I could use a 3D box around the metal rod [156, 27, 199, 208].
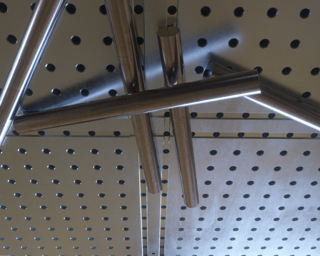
[{"bbox_3d":[0.031,0.011,0.421,0.025,0.025,0.298,-7,130,5],"label":"metal rod"}]

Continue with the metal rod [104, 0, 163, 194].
[{"bbox_3d":[-0.025,-0.018,0.396,0.025,0.025,0.298,-5,130,4],"label":"metal rod"}]

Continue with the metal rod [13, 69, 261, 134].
[{"bbox_3d":[-0.042,-0.026,0.357,0.301,0.025,0.025,-9,131,19],"label":"metal rod"}]

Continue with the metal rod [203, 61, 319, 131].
[{"bbox_3d":[0.192,-0.016,0.400,0.302,0.025,0.025,20,127,-17],"label":"metal rod"}]

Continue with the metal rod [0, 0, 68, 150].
[{"bbox_3d":[-0.159,-0.063,0.355,0.025,0.025,0.298,26,125,-21],"label":"metal rod"}]
